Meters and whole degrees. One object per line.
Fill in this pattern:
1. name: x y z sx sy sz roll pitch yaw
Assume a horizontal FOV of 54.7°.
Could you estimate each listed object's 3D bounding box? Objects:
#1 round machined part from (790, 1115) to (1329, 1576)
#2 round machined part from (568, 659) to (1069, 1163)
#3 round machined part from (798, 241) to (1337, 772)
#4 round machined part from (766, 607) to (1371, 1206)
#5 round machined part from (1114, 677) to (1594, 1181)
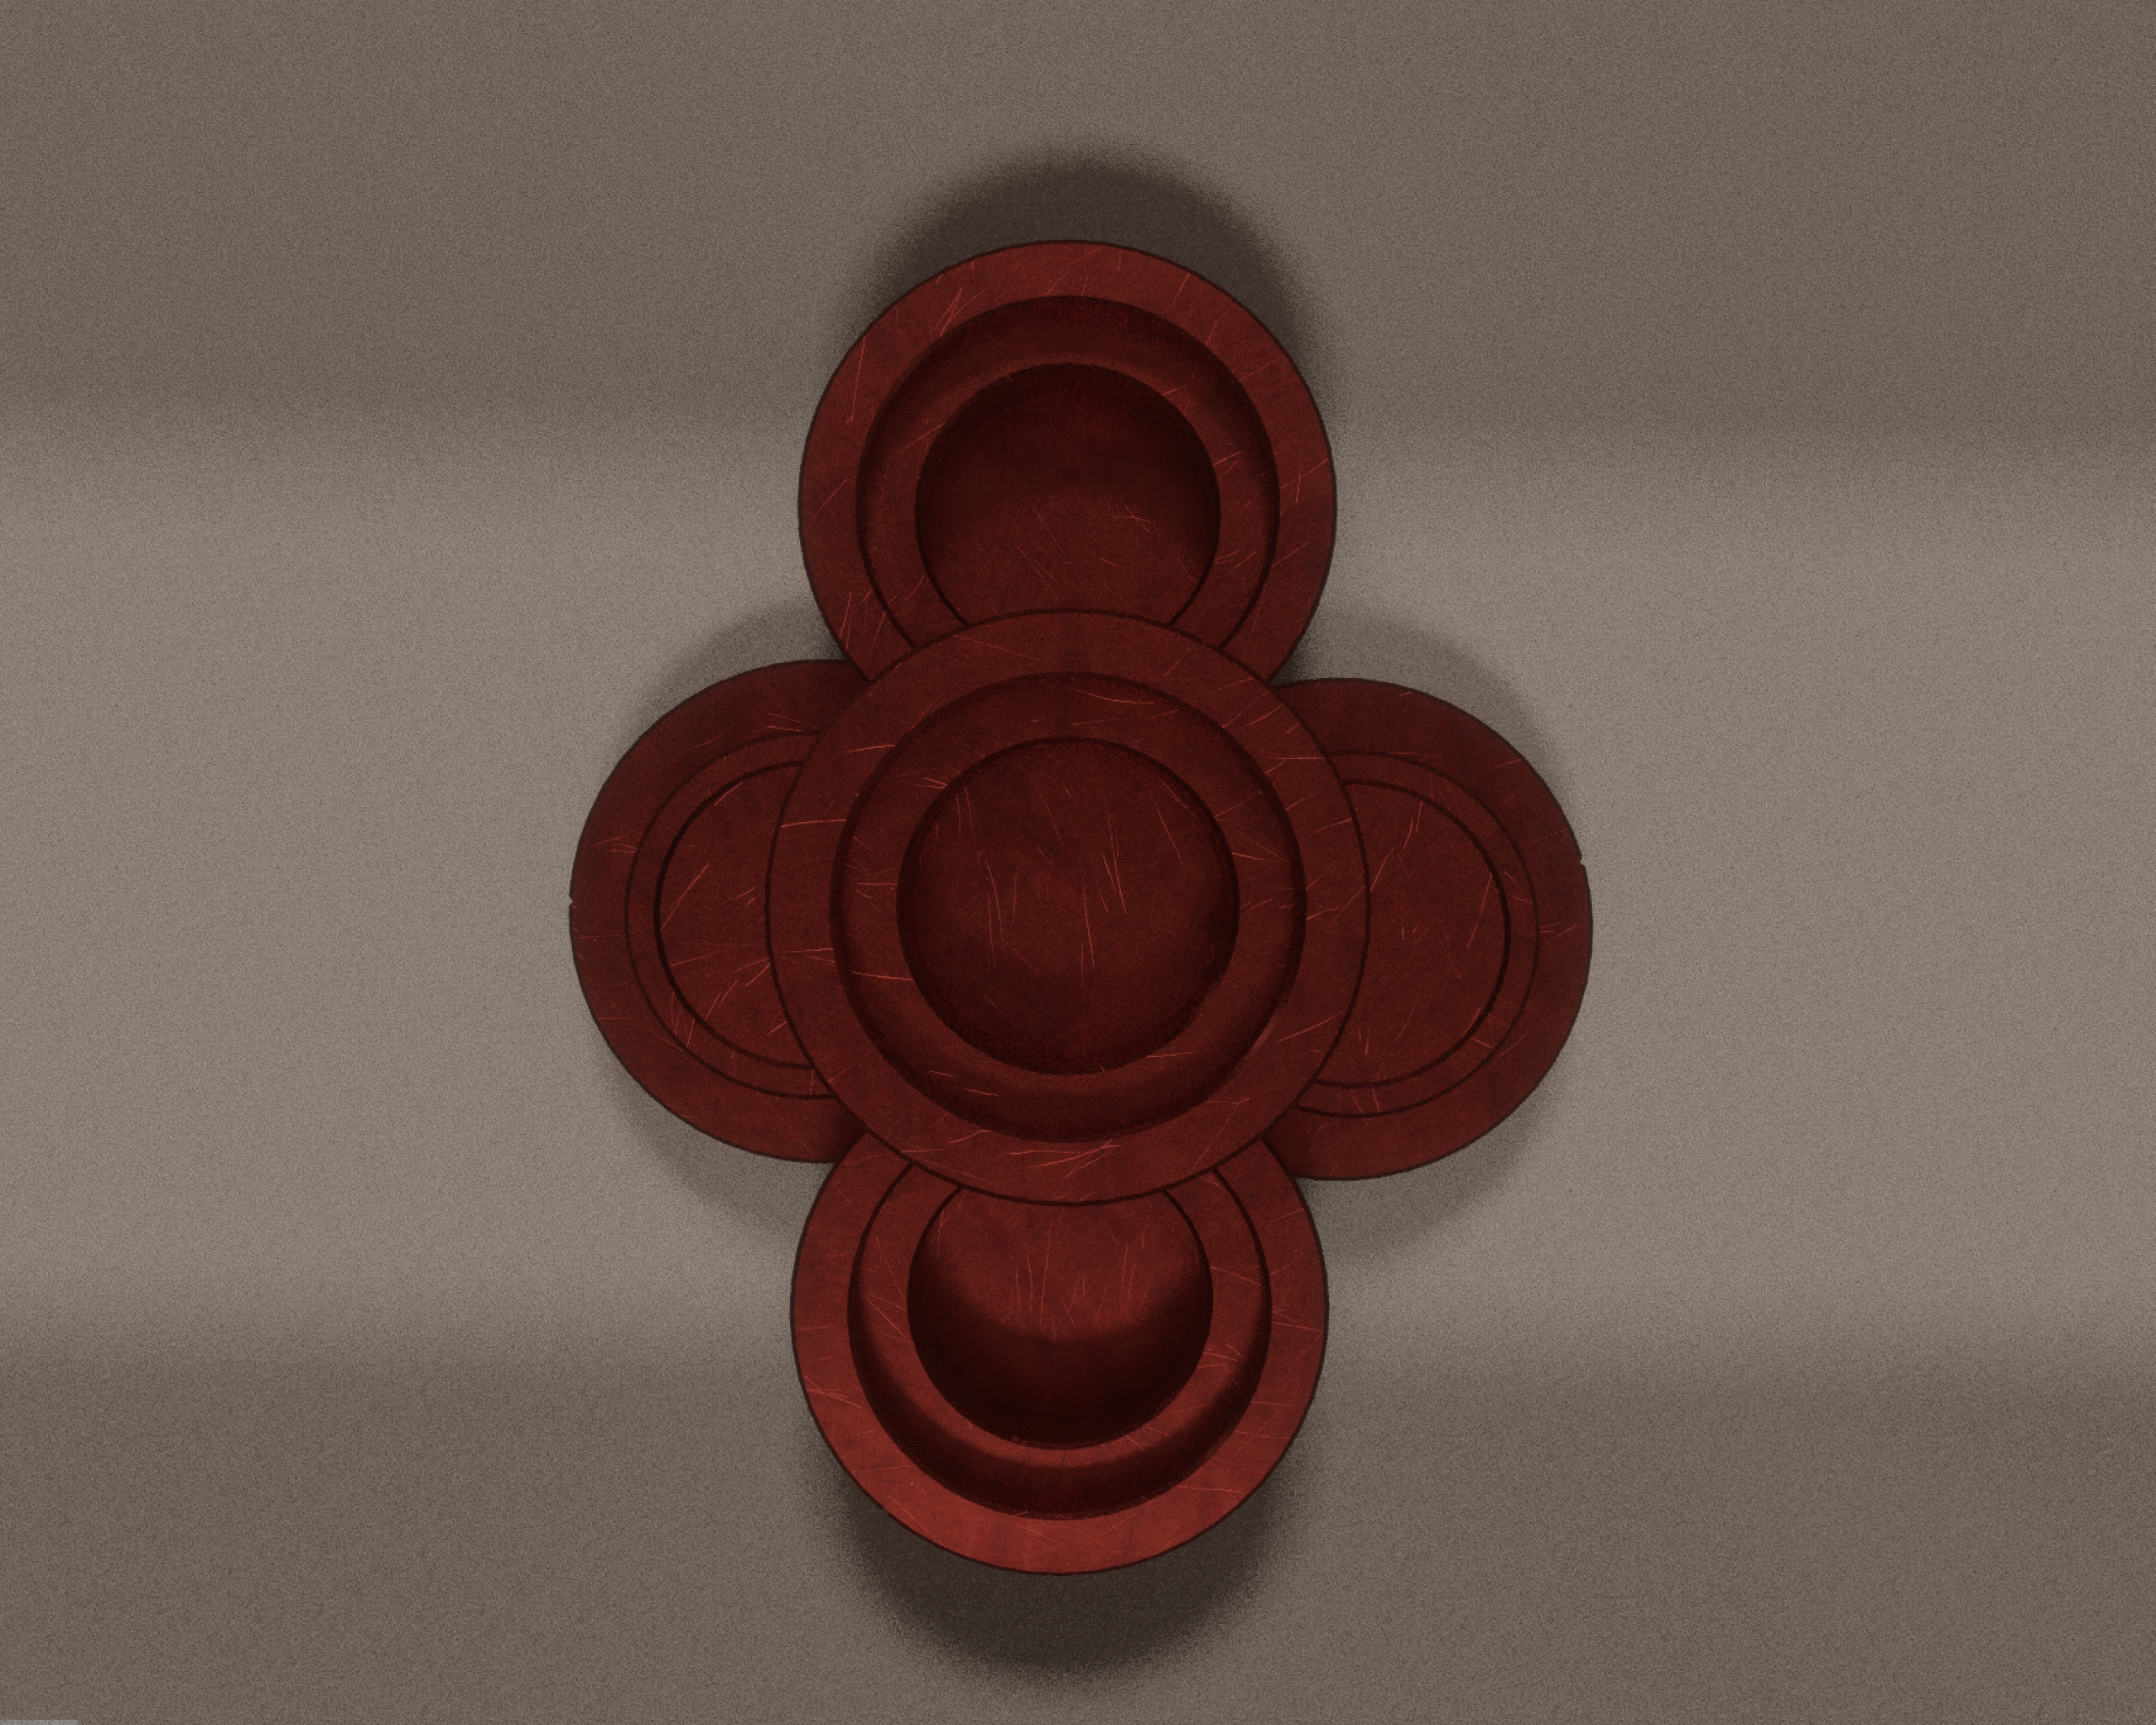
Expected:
1. round machined part: -0.003 0.082 0.401 0.099 0.042 0.097 0 90 -1
2. round machined part: -0.049 0.009 0.400 0.099 0.042 0.097 0 90 -1
3. round machined part: -0.002 -0.065 0.401 0.099 0.042 0.097 0 90 -1
4. round machined part: -0.002 0.007 0.359 0.099 0.042 0.097 0 90 -1
5. round machined part: 0.051 0.013 0.401 0.099 0.042 0.097 0 90 -1
